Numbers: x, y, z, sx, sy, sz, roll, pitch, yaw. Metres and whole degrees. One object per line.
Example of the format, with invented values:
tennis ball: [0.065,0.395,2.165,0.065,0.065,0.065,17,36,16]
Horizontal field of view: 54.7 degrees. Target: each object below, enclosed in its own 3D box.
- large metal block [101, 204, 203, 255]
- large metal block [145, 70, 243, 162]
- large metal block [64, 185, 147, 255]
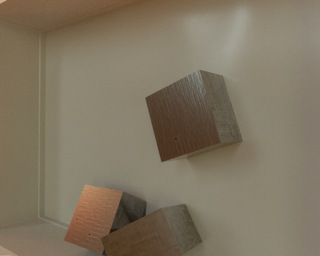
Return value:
large metal block: [-0.007,0.130,0.360,0.080,0.080,0.050,-30,70,15]
large metal block: [0.037,-0.011,0.358,0.080,0.050,0.080,-23,76,37]
large metal block: [-0.075,0.129,0.431,0.080,0.050,0.080,-1,63,39]
